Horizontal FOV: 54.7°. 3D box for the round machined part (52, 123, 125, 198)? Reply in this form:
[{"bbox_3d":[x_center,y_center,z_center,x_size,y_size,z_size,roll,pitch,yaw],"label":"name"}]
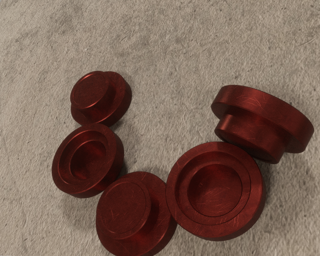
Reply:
[{"bbox_3d":[-0.090,0.046,0.410,0.098,0.042,0.098,-13,56,20],"label":"round machined part"}]

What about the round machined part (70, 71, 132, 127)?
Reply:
[{"bbox_3d":[-0.096,-0.048,0.471,0.098,0.042,0.098,-13,56,20],"label":"round machined part"}]

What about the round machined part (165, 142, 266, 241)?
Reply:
[{"bbox_3d":[0.059,0.067,0.321,0.098,0.042,0.098,-13,56,20],"label":"round machined part"}]

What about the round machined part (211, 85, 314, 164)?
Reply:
[{"bbox_3d":[0.094,0.001,0.307,0.098,0.098,0.042,25,81,36],"label":"round machined part"}]

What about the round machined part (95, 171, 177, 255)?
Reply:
[{"bbox_3d":[-0.032,0.095,0.351,0.098,0.042,0.098,-13,56,20],"label":"round machined part"}]
